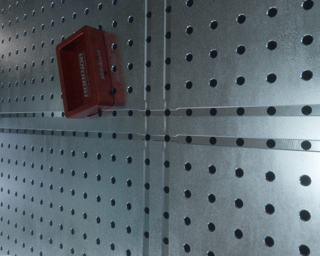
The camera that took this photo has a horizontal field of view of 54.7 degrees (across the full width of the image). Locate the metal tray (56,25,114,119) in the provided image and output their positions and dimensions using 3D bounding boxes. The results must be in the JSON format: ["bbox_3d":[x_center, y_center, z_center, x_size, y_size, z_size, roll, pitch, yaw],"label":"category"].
[{"bbox_3d":[-0.125,-0.088,0.506,0.090,0.030,0.129,-17,79,38],"label":"metal tray"}]
